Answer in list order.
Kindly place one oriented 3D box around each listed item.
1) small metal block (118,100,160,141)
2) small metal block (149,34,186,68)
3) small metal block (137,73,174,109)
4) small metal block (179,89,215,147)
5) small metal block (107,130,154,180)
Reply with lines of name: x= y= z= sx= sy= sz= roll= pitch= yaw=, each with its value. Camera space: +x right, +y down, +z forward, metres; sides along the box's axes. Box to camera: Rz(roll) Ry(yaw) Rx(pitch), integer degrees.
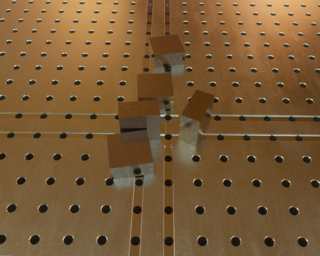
small metal block: x=-0.026 y=-0.008 z=0.398 sx=0.050 sy=0.050 sz=0.025 roll=-4 pitch=50 yaw=-4
small metal block: x=0.011 y=-0.128 z=0.516 sx=0.050 sy=0.025 sz=0.050 roll=-9 pitch=51 yaw=-8
small metal block: x=-0.007 y=-0.054 z=0.453 sx=0.050 sy=0.025 sz=0.050 roll=-2 pitch=50 yaw=-3
small metal block: x=0.047 y=-0.013 z=0.403 sx=0.025 sy=0.050 sz=0.050 roll=21 pitch=53 yaw=16
small metal block: x=-0.037 y=0.032 z=0.380 sx=0.050 sy=0.025 sz=0.050 roll=-7 pitch=51 yaw=-7
